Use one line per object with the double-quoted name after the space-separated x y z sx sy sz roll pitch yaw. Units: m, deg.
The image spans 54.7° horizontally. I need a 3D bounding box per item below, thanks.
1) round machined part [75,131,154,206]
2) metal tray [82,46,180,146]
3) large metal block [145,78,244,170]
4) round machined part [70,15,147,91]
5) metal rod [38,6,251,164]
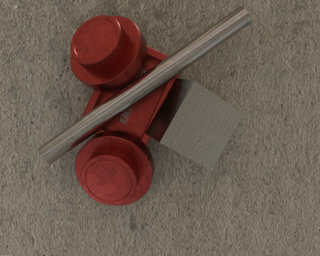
-0.058 0.056 0.385 0.099 0.042 0.097 2 111 6 "round machined part"
-0.037 -0.043 0.408 0.090 0.030 0.129 25 90 0 "metal tray"
0.042 -0.005 0.385 0.080 0.050 0.080 29 89 -25 "large metal block"
-0.070 -0.098 0.382 0.098 0.042 0.098 -7 68 19 "round machined part"
-0.018 -0.053 0.382 0.301 0.025 0.025 -35 90 0 "metal rod"
